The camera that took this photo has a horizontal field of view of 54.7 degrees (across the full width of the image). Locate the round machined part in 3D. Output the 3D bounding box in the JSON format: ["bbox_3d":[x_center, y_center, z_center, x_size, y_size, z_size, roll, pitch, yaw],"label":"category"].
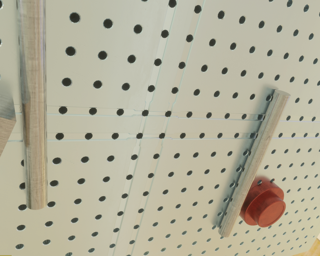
[{"bbox_3d":[0.209,0.158,0.616,0.099,0.042,0.097,-14,125,-21],"label":"round machined part"}]

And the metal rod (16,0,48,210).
[{"bbox_3d":[-0.129,-0.037,0.317,0.025,0.025,0.298,-5,121,-27],"label":"metal rod"}]

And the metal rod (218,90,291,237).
[{"bbox_3d":[0.159,0.076,0.547,0.025,0.025,0.298,-1,119,-29],"label":"metal rod"}]

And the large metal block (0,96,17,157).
[{"bbox_3d":[-0.194,0.004,0.292,0.080,0.050,0.080,20,108,-36],"label":"large metal block"}]
